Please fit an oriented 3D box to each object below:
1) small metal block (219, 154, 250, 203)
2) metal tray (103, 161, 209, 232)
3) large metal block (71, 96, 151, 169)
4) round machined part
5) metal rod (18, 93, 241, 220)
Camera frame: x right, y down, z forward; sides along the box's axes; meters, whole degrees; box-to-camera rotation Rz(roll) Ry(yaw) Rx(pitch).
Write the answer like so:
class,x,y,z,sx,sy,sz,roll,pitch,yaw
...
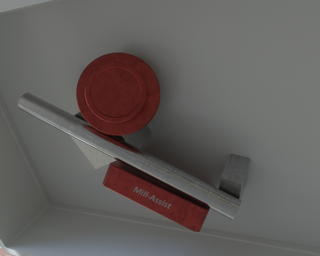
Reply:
class,x,y,z,sx,sy,sz,roll,pitch,yaw
small metal block,0.091,0.069,0.384,0.025,0.050,0.050,14,124,20
metal tray,0.003,0.079,0.406,0.130,0.090,0.030,24,100,13
large metal block,-0.074,0.001,0.428,0.080,0.050,0.080,-25,105,36
round machined part,-0.049,-0.040,0.362,0.099,0.042,0.097,0,91,-1
metal rod,-0.046,0.029,0.381,0.301,0.025,0.025,26,127,11
